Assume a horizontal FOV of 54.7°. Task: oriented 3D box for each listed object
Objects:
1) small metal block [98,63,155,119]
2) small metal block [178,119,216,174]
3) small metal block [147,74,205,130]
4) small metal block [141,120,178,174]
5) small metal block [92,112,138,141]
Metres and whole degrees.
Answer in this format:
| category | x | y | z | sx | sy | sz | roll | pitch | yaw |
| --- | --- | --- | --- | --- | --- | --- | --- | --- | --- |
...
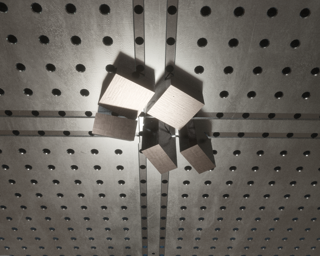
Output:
| category | x | y | z | sx | sy | sz | roll | pitch | yaw |
| --- | --- | --- | --- | --- | --- | --- | --- | --- | --- |
| small metal block | -0.040 | -0.042 | 0.375 | 0.050 | 0.025 | 0.050 | 24 | 126 | -20 |
| small metal block | 0.049 | 0.025 | 0.417 | 0.025 | 0.050 | 0.050 | -27 | 125 | 21 |
| small metal block | 0.019 | -0.031 | 0.386 | 0.050 | 0.025 | 0.050 | 28 | 125 | -22 |
| small metal block | 0.000 | 0.025 | 0.417 | 0.025 | 0.050 | 0.050 | -24 | 127 | 18 |
| small metal block | -0.058 | 0.000 | 0.392 | 0.050 | 0.050 | 0.025 | 11 | 85 | -10 |
